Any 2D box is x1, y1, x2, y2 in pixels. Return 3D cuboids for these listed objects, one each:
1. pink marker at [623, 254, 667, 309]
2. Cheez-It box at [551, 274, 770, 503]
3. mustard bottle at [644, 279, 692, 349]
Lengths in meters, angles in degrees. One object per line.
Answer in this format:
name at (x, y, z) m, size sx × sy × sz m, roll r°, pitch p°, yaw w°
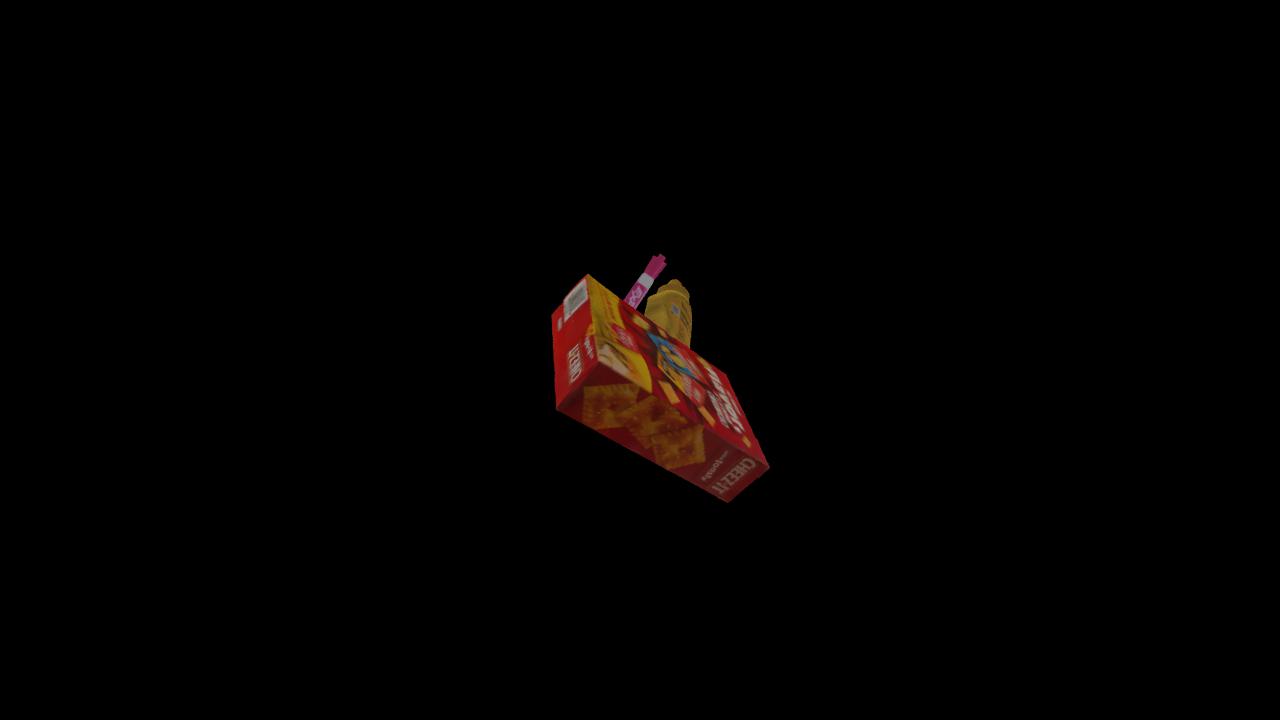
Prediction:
pink marker at (-0.008, -0.071, 0.714) m, size 0.020 × 0.121 × 0.020 m, roll 34°, pitch 3°, yaw -2°
Cheez-It box at (0.017, 0.029, 0.631) m, size 0.223 × 0.071 × 0.166 m, roll 33°, pitch 23°, yaw -28°
mustard bottle at (0.034, -0.031, 0.736) m, size 0.054 × 0.184 × 0.092 m, roll -14°, pitch -47°, yaw 25°
